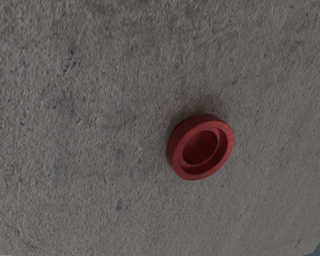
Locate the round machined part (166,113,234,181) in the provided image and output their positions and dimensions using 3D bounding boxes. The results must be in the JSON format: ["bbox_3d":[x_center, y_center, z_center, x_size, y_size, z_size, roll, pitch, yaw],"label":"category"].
[{"bbox_3d":[0.052,0.023,0.437,0.099,0.042,0.097,-14,124,-21],"label":"round machined part"}]
